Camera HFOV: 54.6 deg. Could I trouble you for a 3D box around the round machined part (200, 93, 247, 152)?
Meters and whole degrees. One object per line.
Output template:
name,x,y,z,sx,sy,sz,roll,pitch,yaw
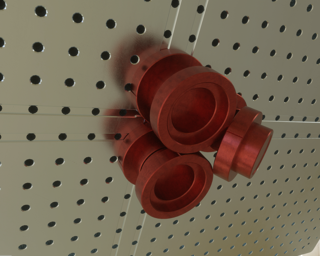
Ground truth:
round machined part,0.086,-0.006,0.443,0.099,0.042,0.097,-14,124,-21

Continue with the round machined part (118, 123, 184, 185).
round machined part,-0.004,0.043,0.424,0.099,0.042,0.097,-14,124,-21

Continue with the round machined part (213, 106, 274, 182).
round machined part,0.109,0.025,0.392,0.098,0.042,0.097,-45,150,-36

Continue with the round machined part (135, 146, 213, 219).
round machined part,0.014,0.063,0.391,0.099,0.042,0.097,-14,124,-21

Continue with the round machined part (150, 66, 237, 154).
round machined part,0.033,-0.023,0.348,0.099,0.042,0.097,-14,124,-21

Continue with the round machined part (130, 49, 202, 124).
round machined part,0.017,-0.044,0.383,0.099,0.042,0.097,-14,124,-21
